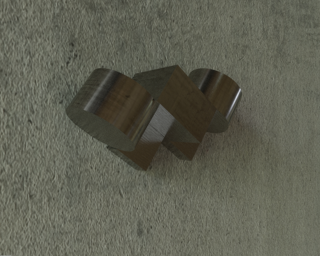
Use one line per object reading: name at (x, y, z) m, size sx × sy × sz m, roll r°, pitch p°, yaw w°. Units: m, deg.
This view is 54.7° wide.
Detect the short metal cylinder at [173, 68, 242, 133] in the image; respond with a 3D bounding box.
short metal cylinder at (0.065, -0.036, 0.424) m, size 0.080 × 0.080 × 0.050 m, roll 43°, pitch 64°, yaw -32°

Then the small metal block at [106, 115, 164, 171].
small metal block at (-0.030, 0.018, 0.382) m, size 0.050 × 0.025 × 0.050 m, roll 43°, pitch 64°, yaw -32°

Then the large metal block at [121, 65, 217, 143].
large metal block at (0.007, -0.026, 0.377) m, size 0.080 × 0.080 × 0.050 m, roll 42°, pitch 64°, yaw -32°

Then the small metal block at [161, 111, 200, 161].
small metal block at (0.031, 0.011, 0.432) m, size 0.050 × 0.025 × 0.050 m, roll 43°, pitch 64°, yaw -32°

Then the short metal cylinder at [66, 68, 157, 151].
short metal cylinder at (-0.050, -0.018, 0.328) m, size 0.080 × 0.080 × 0.050 m, roll 42°, pitch 64°, yaw -32°
